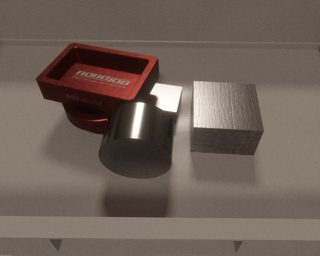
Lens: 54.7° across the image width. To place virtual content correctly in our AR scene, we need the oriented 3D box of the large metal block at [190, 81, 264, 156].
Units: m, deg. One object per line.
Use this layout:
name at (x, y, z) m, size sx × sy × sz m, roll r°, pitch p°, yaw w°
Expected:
large metal block at (0.082, -0.014, 0.401) m, size 0.080 × 0.050 × 0.080 m, roll 3°, pitch 50°, yaw 2°

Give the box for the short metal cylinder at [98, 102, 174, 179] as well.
short metal cylinder at (-0.025, 0.016, 0.355) m, size 0.080 × 0.080 × 0.050 m, roll 4°, pitch 51°, yaw 3°

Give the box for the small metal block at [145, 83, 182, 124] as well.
small metal block at (0.002, -0.035, 0.435) m, size 0.050 × 0.025 × 0.050 m, roll 9°, pitch 51°, yaw 7°

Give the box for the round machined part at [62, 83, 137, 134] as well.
round machined part at (-0.076, -0.030, 0.416) m, size 0.099 × 0.042 × 0.098 m, roll -1°, pitch 47°, yaw 1°

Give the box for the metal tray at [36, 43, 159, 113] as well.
metal tray at (-0.076, -0.065, 0.399) m, size 0.131 × 0.030 × 0.090 m, roll 13°, pitch 49°, yaw 14°
